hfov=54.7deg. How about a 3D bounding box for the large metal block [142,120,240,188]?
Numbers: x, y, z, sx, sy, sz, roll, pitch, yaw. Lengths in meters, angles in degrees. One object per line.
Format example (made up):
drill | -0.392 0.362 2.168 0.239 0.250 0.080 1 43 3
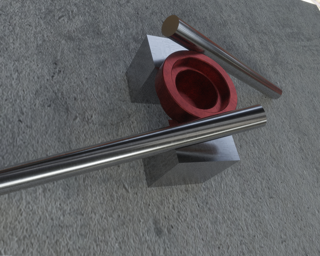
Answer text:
large metal block | 0.032 0.032 0.369 0.081 0.080 0.050 1 62 -28

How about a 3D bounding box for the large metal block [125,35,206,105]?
large metal block | 0.008 -0.074 0.421 0.081 0.080 0.050 1 62 -28

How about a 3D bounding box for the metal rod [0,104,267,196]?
metal rod | -0.039 0.023 0.300 0.302 0.025 0.025 -14 67 -10

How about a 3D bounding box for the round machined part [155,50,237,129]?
round machined part | 0.038 -0.040 0.366 0.099 0.042 0.098 14 56 -21

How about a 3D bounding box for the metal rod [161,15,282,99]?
metal rod | 0.110 -0.088 0.452 0.302 0.025 0.025 14 53 -47
